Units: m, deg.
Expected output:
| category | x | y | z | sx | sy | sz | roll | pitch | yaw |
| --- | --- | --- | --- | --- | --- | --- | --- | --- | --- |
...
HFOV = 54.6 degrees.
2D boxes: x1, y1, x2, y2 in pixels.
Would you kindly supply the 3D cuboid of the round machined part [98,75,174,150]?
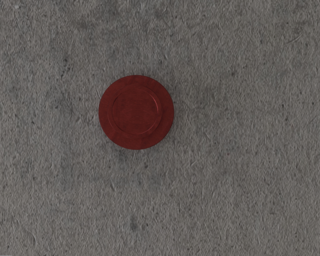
| category | x | y | z | sx | sy | sz | roll | pitch | yaw |
| --- | --- | --- | --- | --- | --- | --- | --- | --- | --- |
| round machined part | -0.031 | -0.020 | 0.401 | 0.099 | 0.042 | 0.097 | 0 | 90 | 0 |
